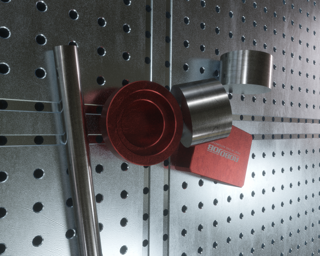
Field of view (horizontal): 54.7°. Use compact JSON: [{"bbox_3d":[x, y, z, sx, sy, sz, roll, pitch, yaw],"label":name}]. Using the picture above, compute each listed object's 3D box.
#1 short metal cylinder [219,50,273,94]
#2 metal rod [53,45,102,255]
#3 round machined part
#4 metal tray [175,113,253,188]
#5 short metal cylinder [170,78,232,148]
[{"bbox_3d":[0.133,-0.085,0.485,0.081,0.080,0.050,8,85,-40],"label":"short metal cylinder"},{"bbox_3d":[-0.085,0.063,0.337,0.025,0.025,0.298,-10,96,-40],"label":"metal rod"},{"bbox_3d":[-0.024,-0.005,0.370,0.099,0.042,0.097,2,86,-30],"label":"round machined part"},{"bbox_3d":[0.088,0.036,0.480,0.131,0.030,0.090,22,76,-38],"label":"metal tray"},{"bbox_3d":[0.049,-0.020,0.392,0.050,0.080,0.079,-13,99,-13],"label":"short metal cylinder"}]
